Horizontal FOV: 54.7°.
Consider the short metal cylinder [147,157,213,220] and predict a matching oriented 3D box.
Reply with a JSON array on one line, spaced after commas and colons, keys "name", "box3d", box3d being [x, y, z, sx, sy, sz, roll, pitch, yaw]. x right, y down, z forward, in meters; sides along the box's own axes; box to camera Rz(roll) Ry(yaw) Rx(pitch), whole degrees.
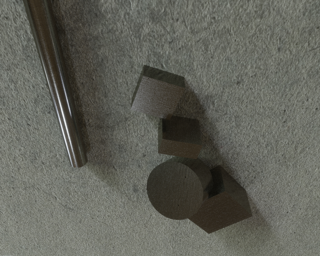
[{"name": "short metal cylinder", "box3d": [0.029, 0.081, 0.434, 0.080, 0.050, 0.079, 3, 97, 23]}]

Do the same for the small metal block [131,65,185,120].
[{"name": "small metal block", "box3d": [-0.003, -0.042, 0.372, 0.050, 0.025, 0.050, 15, 129, -13]}]

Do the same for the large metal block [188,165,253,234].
[{"name": "large metal block", "box3d": [0.086, 0.115, 0.490, 0.080, 0.050, 0.080, -32, 124, 24]}]

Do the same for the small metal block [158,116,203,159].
[{"name": "small metal block", "box3d": [0.025, 0.010, 0.400, 0.050, 0.050, 0.025, 9, 129, -9]}]

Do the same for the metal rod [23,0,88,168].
[{"name": "metal rod", "box3d": [-0.118, -0.065, 0.349, 0.025, 0.025, 0.298, -1, 130, 0]}]
